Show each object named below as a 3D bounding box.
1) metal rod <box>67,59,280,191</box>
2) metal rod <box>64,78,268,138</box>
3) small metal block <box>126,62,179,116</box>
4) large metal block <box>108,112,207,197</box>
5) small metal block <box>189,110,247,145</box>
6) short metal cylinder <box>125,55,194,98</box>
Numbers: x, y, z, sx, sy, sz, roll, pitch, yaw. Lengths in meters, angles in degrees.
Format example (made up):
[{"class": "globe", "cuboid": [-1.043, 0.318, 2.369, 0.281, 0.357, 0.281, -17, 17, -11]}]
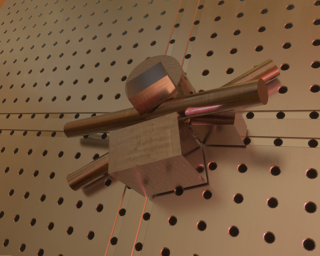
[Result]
[{"class": "metal rod", "cuboid": [0.011, 0.001, 0.399, 0.300, 0.025, 0.025, -30, 52, 8]}, {"class": "metal rod", "cuboid": [-0.021, -0.015, 0.379, 0.300, 0.025, 0.025, -9, 57, 39]}, {"class": "small metal block", "cuboid": [-0.010, -0.047, 0.363, 0.050, 0.025, 0.050, -31, 29, 8]}, {"class": "large metal block", "cuboid": [-0.001, 0.033, 0.347, 0.080, 0.080, 0.050, -17, 55, 18]}, {"class": "small metal block", "cuboid": [0.068, -0.003, 0.354, 0.050, 0.050, 0.025, 0, 62, 29]}, {"class": "short metal cylinder", "cuboid": [0.000, -0.051, 0.419, 0.080, 0.050, 0.080, -13, 55, 20]}]
